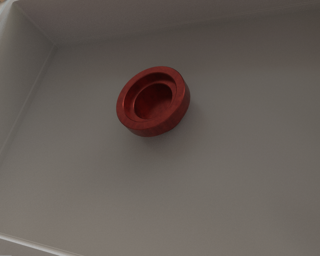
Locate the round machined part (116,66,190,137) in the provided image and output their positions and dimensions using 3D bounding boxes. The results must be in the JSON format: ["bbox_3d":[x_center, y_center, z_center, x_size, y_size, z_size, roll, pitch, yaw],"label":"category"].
[{"bbox_3d":[-0.006,-0.031,0.414,0.098,0.042,0.098,-13,56,21],"label":"round machined part"}]
